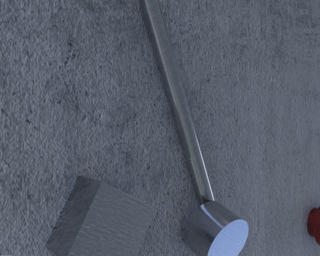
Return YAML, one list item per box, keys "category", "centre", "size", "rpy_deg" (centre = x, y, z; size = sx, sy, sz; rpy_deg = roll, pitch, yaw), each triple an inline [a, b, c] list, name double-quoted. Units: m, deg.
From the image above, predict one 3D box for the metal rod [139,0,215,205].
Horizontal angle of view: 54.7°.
- category: "metal rod"
  centre: [0.028, -0.027, 0.430]
  size: [0.025, 0.025, 0.298]
  rpy_deg: [-28, 108, -37]

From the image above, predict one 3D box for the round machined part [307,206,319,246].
- category: "round machined part"
  centre: [0.376, 0.222, 0.715]
  size: [0.099, 0.042, 0.097]
  rpy_deg: [0, 90, -40]

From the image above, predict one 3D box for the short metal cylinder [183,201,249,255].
- category: "short metal cylinder"
  centre: [0.080, 0.152, 0.443]
  size: [0.081, 0.050, 0.079]
  rpy_deg: [-16, 119, -32]

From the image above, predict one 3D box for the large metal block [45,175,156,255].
- category: "large metal block"
  centre: [-0.062, 0.107, 0.338]
  size: [0.080, 0.050, 0.080]
  rpy_deg: [35, 68, -35]
